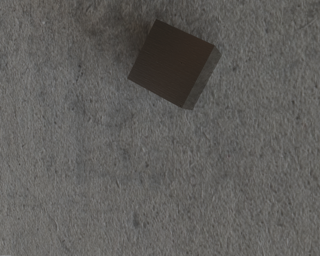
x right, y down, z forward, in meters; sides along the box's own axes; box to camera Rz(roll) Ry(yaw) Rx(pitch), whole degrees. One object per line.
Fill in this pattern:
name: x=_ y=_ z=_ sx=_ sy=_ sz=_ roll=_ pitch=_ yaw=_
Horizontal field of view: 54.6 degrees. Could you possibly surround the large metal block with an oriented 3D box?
large metal block: x=0.019 y=-0.077 z=0.389 sx=0.080 sy=0.050 sz=0.080 roll=30 pitch=100 yaw=17
